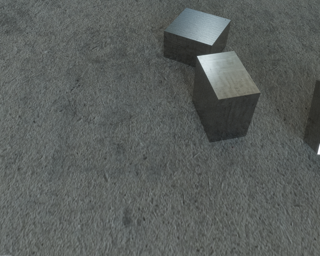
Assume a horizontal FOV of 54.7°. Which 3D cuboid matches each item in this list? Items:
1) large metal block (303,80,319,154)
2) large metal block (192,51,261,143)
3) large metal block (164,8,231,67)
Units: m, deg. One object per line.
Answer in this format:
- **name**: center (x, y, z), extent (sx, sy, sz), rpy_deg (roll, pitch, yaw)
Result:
- **large metal block**: center (0.228, -0.011, 0.368), extent (0.080, 0.079, 0.050), rpy_deg (6, 17, 4)
- **large metal block**: center (0.080, -0.040, 0.402), extent (0.050, 0.080, 0.080), rpy_deg (-10, 51, -8)
- **large metal block**: center (0.061, -0.147, 0.511), extent (0.080, 0.050, 0.080), rpy_deg (23, 54, 18)
